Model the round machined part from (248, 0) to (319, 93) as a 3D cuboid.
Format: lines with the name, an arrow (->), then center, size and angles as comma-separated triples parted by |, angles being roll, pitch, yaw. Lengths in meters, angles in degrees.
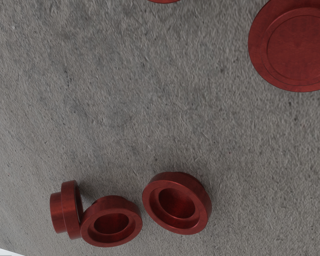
round machined part -> 0.129, -0.077, 0.280 | 0.098, 0.042, 0.097 | 13, 124, 21

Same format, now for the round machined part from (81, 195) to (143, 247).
round machined part -> -0.080, 0.149, 0.511 | 0.099, 0.042, 0.097 | -8, 127, -10

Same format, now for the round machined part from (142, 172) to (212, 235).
round machined part -> 0.027, 0.102, 0.445 | 0.098, 0.042, 0.097 | 13, 124, 21

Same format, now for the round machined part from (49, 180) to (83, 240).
round machined part -> -0.158, 0.141, 0.528 | 0.042, 0.098, 0.097 | -11, 120, -10

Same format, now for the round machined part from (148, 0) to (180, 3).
round machined part -> 0.009, -0.170, 0.286 | 0.098, 0.042, 0.097 | 13, 124, 21
